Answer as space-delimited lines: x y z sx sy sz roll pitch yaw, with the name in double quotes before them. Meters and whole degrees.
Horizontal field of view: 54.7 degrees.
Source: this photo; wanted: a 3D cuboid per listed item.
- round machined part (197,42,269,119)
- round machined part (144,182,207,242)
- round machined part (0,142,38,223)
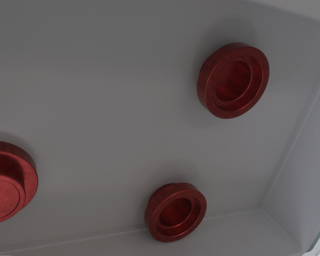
"round machined part" 0.090 -0.064 0.407 0.099 0.042 0.097 -14 124 -21
"round machined part" 0.020 0.126 0.484 0.099 0.042 0.097 -13 120 -22
"round machined part" -0.185 0.066 0.337 0.099 0.042 0.097 -14 124 -21
